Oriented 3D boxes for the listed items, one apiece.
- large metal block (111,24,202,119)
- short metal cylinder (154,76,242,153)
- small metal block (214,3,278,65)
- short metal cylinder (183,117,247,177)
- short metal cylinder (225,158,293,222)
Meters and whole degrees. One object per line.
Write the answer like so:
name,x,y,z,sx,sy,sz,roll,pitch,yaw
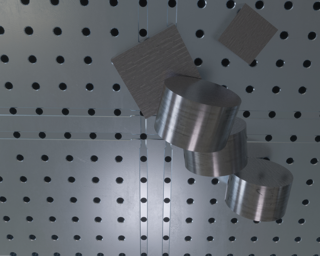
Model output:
large metal block,-0.001,-0.070,0.374,0.080,0.050,0.080,-27,108,9
short metal cylinder,0.038,-0.017,0.326,0.081,0.080,0.050,12,116,-5
small metal block,0.102,-0.113,0.373,0.050,0.025,0.050,34,106,-12
short metal cylinder,0.069,0.020,0.392,0.080,0.080,0.050,-7,110,2
short metal cylinder,0.131,0.080,0.415,0.081,0.080,0.050,3,110,-1
